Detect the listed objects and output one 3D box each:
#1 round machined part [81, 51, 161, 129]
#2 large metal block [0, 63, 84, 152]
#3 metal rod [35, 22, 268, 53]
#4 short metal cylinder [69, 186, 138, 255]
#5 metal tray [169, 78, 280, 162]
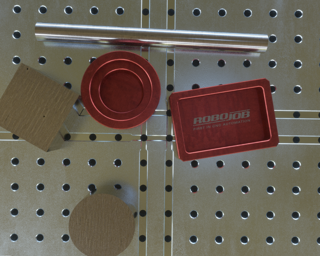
[{"bbox_3d":[-0.049,-0.047,0.403,0.099,0.042,0.097,0,90,-4],"label":"round machined part"},{"bbox_3d":[-0.152,-0.025,0.400,0.080,0.050,0.080,30,90,0],"label":"large metal block"},{"bbox_3d":[-0.010,-0.120,0.413,0.302,0.025,0.025,3,90,0],"label":"metal rod"},{"bbox_3d":[-0.070,0.119,0.400,0.081,0.050,0.079,0,90,0],"label":"short metal cylinder"},{"bbox_3d":[0.082,-0.011,0.411,0.131,0.030,0.089,-9,90,0],"label":"metal tray"}]
